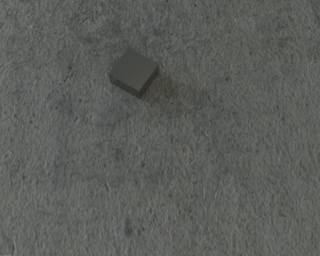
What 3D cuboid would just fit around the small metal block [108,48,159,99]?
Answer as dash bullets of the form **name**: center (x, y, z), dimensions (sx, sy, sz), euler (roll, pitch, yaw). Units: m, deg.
- **small metal block**: center (-0.036, -0.077, 0.436), dimensions (0.050, 0.025, 0.050), euler (31, 73, 10)
